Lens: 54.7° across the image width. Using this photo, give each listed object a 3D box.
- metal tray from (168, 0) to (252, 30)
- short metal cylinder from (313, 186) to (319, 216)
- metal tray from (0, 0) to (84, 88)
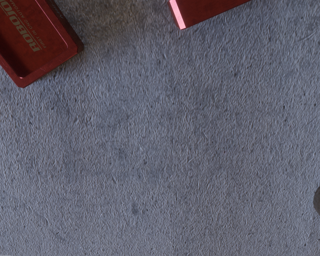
[{"bbox_3d":[0.074,-0.144,0.322,0.130,0.090,0.030,-22,109,7],"label":"metal tray"},{"bbox_3d":[0.270,0.113,0.441,0.081,0.050,0.079,0,110,0],"label":"short metal cylinder"},{"bbox_3d":[-0.164,-0.124,0.359,0.090,0.030,0.130,-30,108,10],"label":"metal tray"}]
